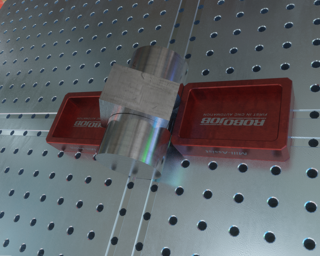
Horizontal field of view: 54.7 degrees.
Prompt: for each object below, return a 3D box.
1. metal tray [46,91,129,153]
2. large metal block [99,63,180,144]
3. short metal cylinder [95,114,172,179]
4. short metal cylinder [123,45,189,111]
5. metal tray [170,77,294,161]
[{"bbox_3d":[-0.099,-0.010,0.463,0.130,0.030,0.090,1,62,28],"label":"metal tray"},{"bbox_3d":[-0.027,-0.027,0.385,0.080,0.080,0.050,17,66,-2],"label":"large metal block"},{"bbox_3d":[-0.031,0.024,0.374,0.080,0.080,0.050,2,63,29],"label":"short metal cylinder"},{"bbox_3d":[-0.006,-0.064,0.415,0.080,0.080,0.050,1,63,29],"label":"short metal cylinder"},{"bbox_3d":[0.085,-0.012,0.367,0.130,0.030,0.090,1,62,28],"label":"metal tray"}]
